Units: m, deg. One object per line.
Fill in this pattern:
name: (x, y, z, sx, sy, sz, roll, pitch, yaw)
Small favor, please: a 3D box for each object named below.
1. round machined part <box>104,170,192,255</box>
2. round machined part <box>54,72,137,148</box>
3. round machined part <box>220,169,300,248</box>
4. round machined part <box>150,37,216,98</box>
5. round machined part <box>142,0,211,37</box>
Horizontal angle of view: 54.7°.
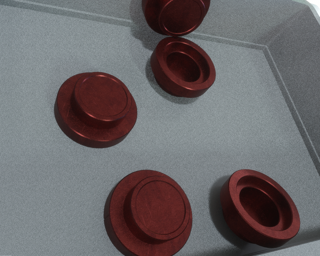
round machined part: (-0.007, 0.091, 0.335, 0.099, 0.042, 0.098, 14, 56, -21)
round machined part: (-0.073, -0.028, 0.373, 0.099, 0.042, 0.098, 14, 56, -21)
round machined part: (0.118, 0.102, 0.385, 0.099, 0.042, 0.098, 17, 39, -14)
round machined part: (0.030, -0.085, 0.463, 0.099, 0.042, 0.098, 14, 56, -21)
round machined part: (0.026, -0.172, 0.446, 0.099, 0.097, 0.042, 2, 53, -27)
